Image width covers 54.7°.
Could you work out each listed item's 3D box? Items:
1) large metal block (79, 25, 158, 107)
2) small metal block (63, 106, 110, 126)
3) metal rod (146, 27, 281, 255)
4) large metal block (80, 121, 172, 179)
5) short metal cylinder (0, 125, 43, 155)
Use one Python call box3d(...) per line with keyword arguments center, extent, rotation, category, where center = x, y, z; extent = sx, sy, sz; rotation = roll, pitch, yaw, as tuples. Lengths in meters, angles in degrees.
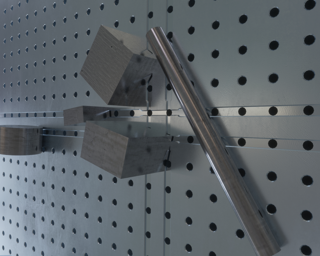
box3d(center=(-0.060, -0.087, 0.443), extent=(0.080, 0.050, 0.080), rotation=(46, 117, 30), category="large metal block")
box3d(center=(-0.116, -0.018, 0.488), extent=(0.050, 0.050, 0.025), rotation=(-7, 85, 40), category="small metal block")
box3d(center=(0.052, 0.001, 0.365), extent=(0.025, 0.025, 0.299), rotation=(-38, 67, 33), category="metal rod")
box3d(center=(-0.044, 0.025, 0.410), extent=(0.080, 0.081, 0.050), rotation=(19, 102, 38), category="large metal block")
box3d(center=(-0.269, 0.022, 0.595), extent=(0.080, 0.081, 0.050), rotation=(6, 94, 40), category="short metal cylinder")
